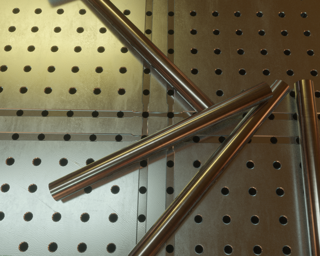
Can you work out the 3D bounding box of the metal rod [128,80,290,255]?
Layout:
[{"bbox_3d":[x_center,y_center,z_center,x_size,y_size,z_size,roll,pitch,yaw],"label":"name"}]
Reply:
[{"bbox_3d":[0.071,0.048,0.394,0.025,0.025,0.301,39,74,13],"label":"metal rod"}]

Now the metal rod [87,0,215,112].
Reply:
[{"bbox_3d":[-0.033,-0.130,0.459,0.025,0.025,0.300,-39,75,-13],"label":"metal rod"}]

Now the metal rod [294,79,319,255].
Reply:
[{"bbox_3d":[0.192,0.078,0.384,0.025,0.025,0.299,4,70,1],"label":"metal rod"}]

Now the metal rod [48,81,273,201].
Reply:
[{"bbox_3d":[0.005,0.015,0.394,0.301,0.025,0.025,-25,72,-5],"label":"metal rod"}]
